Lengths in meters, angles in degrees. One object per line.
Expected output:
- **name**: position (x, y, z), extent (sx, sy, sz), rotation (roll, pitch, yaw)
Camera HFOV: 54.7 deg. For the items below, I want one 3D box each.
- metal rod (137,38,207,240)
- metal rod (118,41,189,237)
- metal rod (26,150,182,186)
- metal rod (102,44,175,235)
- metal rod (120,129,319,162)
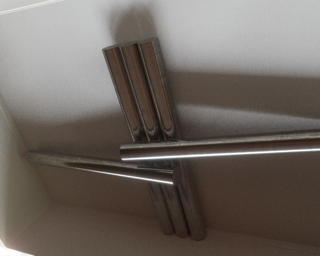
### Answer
- **metal rod**: position (0.023, 0.031, 0.413), extent (0.025, 0.025, 0.298), rotation (-2, 118, 28)
- **metal rod**: position (0.000, 0.032, 0.425), extent (0.025, 0.025, 0.298), rotation (-2, 118, 28)
- **metal rod**: position (-0.104, 0.056, 0.473), extent (0.300, 0.025, 0.025), rotation (2, 120, 33)
- **metal rod**: position (-0.022, 0.032, 0.437), extent (0.025, 0.025, 0.298), rotation (-2, 118, 28)
- **metal rod**: position (0.092, 0.019, 0.347), extent (0.301, 0.025, 0.025), rotation (-5, 116, 23)
